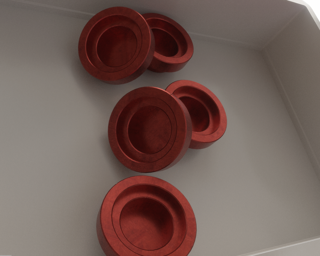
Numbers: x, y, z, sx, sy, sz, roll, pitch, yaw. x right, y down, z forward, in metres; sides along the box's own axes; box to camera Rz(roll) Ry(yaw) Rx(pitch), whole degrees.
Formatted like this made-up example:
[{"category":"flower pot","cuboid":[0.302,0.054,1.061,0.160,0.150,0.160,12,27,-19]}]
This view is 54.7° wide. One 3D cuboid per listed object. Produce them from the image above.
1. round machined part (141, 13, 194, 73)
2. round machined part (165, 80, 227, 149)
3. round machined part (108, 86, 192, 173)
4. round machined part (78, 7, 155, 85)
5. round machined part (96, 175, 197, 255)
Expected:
[{"category":"round machined part","cuboid":[-0.002,-0.124,0.471,0.099,0.042,0.098,14,56,-21]},{"category":"round machined part","cuboid":[0.039,-0.015,0.427,0.099,0.042,0.098,14,56,-21]},{"category":"round machined part","cuboid":[-0.008,0.003,0.366,0.098,0.098,0.042,62,18,16]},{"category":"round machined part","cuboid":[-0.054,-0.104,0.409,0.098,0.098,0.042,59,9,14]},{"category":"round machined part","cuboid":[-0.016,0.101,0.317,0.099,0.042,0.098,13,45,-13]}]
